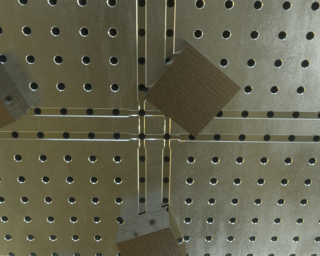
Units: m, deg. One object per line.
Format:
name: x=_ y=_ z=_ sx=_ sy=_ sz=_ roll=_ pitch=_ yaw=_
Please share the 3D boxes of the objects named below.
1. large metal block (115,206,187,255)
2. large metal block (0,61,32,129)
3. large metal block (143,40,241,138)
large metal block: x=-0.011 y=0.175 z=0.464 sx=0.080 sy=0.050 sz=0.080 roll=-20 pitch=109 yaw=6
large metal block: x=-0.226 y=-0.034 z=0.384 sx=0.080 sy=0.050 sz=0.080 roll=-24 pitch=109 yaw=8
large metal block: x=0.037 y=-0.049 z=0.383 sx=0.080 sy=0.050 sz=0.080 roll=38 pitch=106 yaw=-13
